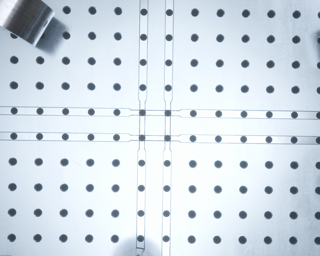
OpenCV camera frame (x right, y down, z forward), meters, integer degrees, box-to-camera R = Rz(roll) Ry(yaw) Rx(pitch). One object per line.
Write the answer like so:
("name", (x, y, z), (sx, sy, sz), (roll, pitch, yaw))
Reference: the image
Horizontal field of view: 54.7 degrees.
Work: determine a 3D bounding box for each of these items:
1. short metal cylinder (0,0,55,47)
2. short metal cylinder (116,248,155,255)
("short metal cylinder", (-0.180, -0.145, 0.383), (0.080, 0.080, 0.050), (30, 90, -1))
("short metal cylinder", (-0.034, 0.206, 0.401), (0.081, 0.050, 0.079), (0, 90, -1))
